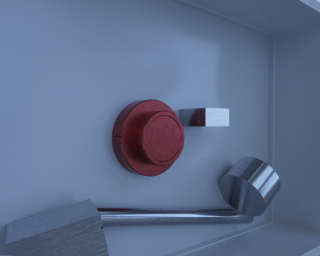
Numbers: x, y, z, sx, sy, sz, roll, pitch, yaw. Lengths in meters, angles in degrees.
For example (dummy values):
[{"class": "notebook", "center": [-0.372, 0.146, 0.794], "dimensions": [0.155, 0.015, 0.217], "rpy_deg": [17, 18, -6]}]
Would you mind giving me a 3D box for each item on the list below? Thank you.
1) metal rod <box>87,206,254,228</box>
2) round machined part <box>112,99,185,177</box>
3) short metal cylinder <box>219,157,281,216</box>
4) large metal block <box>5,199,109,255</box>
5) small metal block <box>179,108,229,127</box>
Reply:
[{"class": "metal rod", "center": [0.038, 0.126, 0.440], "dimensions": [0.302, 0.025, 0.025], "rpy_deg": [13, 82, -39]}, {"class": "round machined part", "center": [-0.007, 0.013, 0.391], "dimensions": [0.099, 0.042, 0.097], "rpy_deg": [0, 90, -40]}, {"class": "short metal cylinder", "center": [0.142, 0.093, 0.493], "dimensions": [0.050, 0.080, 0.080], "rpy_deg": [-38, 114, -34]}, {"class": "large metal block", "center": [-0.095, 0.125, 0.299], "dimensions": [0.081, 0.050, 0.079], "rpy_deg": [-13, 99, -23]}, {"class": "small metal block", "center": [0.064, -0.015, 0.446], "dimensions": [0.050, 0.050, 0.025], "rpy_deg": [-1, 91, -40]}]
